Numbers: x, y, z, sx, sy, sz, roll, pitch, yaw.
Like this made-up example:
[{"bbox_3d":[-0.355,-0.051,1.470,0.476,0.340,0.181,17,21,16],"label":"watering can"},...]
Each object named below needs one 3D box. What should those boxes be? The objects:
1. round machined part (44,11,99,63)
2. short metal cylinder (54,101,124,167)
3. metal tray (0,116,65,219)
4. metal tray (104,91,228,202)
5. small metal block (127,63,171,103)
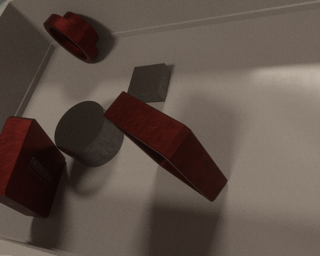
[{"bbox_3d":[-0.144,-0.159,0.529,0.098,0.098,0.042,27,77,37],"label":"round machined part"},{"bbox_3d":[-0.098,0.009,0.434,0.080,0.050,0.080,-13,56,20],"label":"short metal cylinder"},{"bbox_3d":[-0.163,0.054,0.387,0.030,0.130,0.090,7,63,5],"label":"metal tray"},{"bbox_3d":[0.010,0.023,0.318,0.090,0.130,0.030,31,79,37],"label":"metal tray"},{"bbox_3d":[-0.015,-0.064,0.452,0.050,0.025,0.050,-2,61,27],"label":"small metal block"}]
